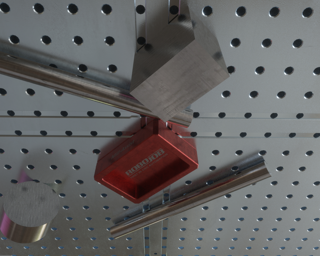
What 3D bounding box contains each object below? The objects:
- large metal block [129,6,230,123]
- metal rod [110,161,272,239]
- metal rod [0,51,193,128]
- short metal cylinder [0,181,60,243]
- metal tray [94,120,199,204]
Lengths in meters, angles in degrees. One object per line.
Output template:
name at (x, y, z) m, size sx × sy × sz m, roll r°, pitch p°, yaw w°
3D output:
large metal block at (0.017, -0.066, 0.320) m, size 0.080 × 0.080 × 0.050 m, roll -36°, pitch 122°, yaw 26°
metal rod at (0.039, 0.127, 0.519) m, size 0.300 × 0.025 × 0.025 m, roll -28°, pitch 125°, yaw 21°
metal rod at (-0.103, -0.052, 0.366) m, size 0.302 × 0.025 × 0.025 m, roll 16°, pitch 128°, yaw -14°
short metal cylinder at (-0.204, 0.131, 0.485) m, size 0.080 × 0.080 × 0.050 m, roll 20°, pitch 127°, yaw -16°
metal tray at (-0.021, 0.055, 0.454) m, size 0.130 × 0.030 × 0.090 m, roll -36°, pitch 122°, yaw 26°
